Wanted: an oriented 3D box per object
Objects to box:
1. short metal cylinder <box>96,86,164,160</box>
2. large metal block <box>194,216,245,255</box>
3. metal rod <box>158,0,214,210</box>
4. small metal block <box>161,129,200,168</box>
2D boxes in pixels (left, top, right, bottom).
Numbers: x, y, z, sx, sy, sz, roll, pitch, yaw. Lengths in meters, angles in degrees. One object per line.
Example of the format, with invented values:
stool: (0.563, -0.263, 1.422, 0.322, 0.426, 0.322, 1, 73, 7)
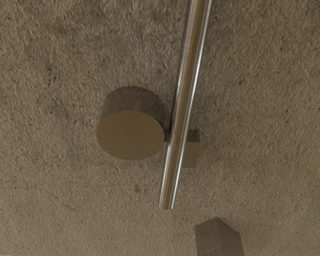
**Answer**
short metal cylinder: (-0.035, -0.005, 0.386, 0.081, 0.050, 0.079, 0, 130, 0)
large metal block: (0.110, 0.221, 0.561, 0.050, 0.080, 0.080, -33, 123, 25)
metal rod: (0.025, -0.015, 0.370, 0.025, 0.025, 0.298, 5, 123, -4)
small metal block: (0.027, 0.029, 0.432, 0.050, 0.025, 0.050, 1, 130, -2)
